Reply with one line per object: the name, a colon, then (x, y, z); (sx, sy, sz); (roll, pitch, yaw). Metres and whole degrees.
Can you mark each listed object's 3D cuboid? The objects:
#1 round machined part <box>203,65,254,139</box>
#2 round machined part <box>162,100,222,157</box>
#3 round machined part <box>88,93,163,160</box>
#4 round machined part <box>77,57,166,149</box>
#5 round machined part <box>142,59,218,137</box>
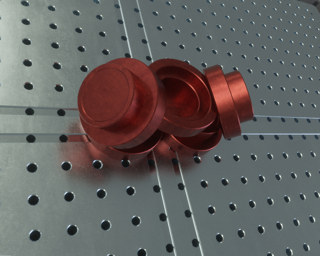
round machined part: (0.091, -0.037, 0.405); (0.042, 0.098, 0.098); (-18, 65, 8)
round machined part: (0.047, -0.013, 0.432); (0.099, 0.042, 0.098); (14, 56, -21)
round machined part: (-0.040, -0.013, 0.384); (0.099, 0.042, 0.098); (14, 56, -21)
round machined part: (-0.047, -0.029, 0.326); (0.042, 0.098, 0.098); (28, 39, -62)
round machined part: (0.017, -0.032, 0.372); (0.099, 0.042, 0.098); (14, 56, -21)
